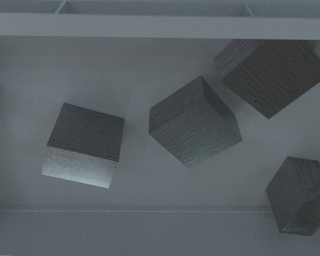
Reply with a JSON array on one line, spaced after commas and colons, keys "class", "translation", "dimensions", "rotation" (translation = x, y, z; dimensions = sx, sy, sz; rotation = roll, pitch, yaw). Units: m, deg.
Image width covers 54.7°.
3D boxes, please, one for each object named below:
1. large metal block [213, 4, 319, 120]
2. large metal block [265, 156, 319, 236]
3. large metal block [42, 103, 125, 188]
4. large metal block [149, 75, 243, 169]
[{"class": "large metal block", "translation": [0.118, -0.068, 0.335], "dimensions": [0.080, 0.050, 0.080], "rotation": [32, 123, -25]}, {"class": "large metal block", "translation": [0.207, 0.101, 0.461], "dimensions": [0.050, 0.080, 0.079], "rotation": [9, 130, -7]}, {"class": "large metal block", "translation": [-0.093, 0.021, 0.390], "dimensions": [0.081, 0.080, 0.050], "rotation": [15, 129, -13]}, {"class": "large metal block", "translation": [0.043, -0.005, 0.389], "dimensions": [0.080, 0.050, 0.080], "rotation": [-32, 123, 24]}]
